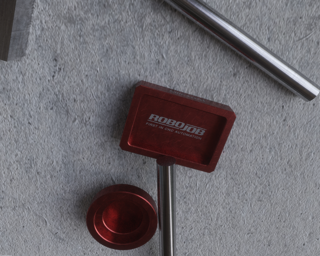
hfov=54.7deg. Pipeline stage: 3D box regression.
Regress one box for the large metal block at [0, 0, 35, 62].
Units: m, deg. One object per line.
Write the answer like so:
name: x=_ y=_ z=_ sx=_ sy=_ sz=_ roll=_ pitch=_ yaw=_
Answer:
large metal block: x=-0.195 y=-0.128 z=0.346 sx=0.080 sy=0.050 sz=0.079 roll=17 pitch=109 yaw=-7

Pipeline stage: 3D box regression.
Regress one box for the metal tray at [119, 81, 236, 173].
metal tray: x=0.021 y=0.000 z=0.407 sx=0.131 sy=0.030 sz=0.089 roll=16 pitch=109 yaw=-6

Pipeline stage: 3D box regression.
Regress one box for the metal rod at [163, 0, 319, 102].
metal rod: x=0.069 y=-0.121 z=0.366 sx=0.301 sy=0.025 sz=0.025 roll=31 pitch=107 yaw=-12

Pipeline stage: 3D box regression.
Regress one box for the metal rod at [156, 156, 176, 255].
metal rod: x=0.011 y=0.175 z=0.457 sx=0.025 sy=0.025 sz=0.298 roll=-1 pitch=116 yaw=0

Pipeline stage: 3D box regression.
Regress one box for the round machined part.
round machined part: x=-0.053 y=0.123 z=0.445 sx=0.099 sy=0.042 sz=0.097 roll=0 pitch=110 yaw=-1
